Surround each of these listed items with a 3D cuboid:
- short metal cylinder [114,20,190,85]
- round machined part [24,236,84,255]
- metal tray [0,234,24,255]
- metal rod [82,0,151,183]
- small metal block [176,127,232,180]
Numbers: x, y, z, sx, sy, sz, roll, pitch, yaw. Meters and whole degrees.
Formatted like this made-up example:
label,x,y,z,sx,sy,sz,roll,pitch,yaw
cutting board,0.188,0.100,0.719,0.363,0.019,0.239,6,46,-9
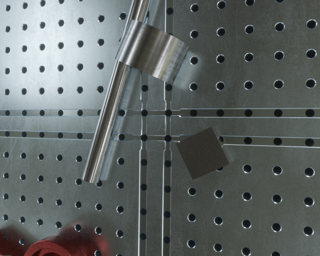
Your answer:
label,x,y,z,sx,sy,sz,roll,pitch,yaw
short metal cylinder,-0.010,-0.093,0.386,0.080,0.080,0.050,27,99,17
round machined part,-0.149,0.207,0.455,0.098,0.042,0.097,0,90,19
metal tray,-0.275,0.248,0.505,0.090,0.030,0.129,30,99,17
metal rod,-0.057,-0.067,0.431,0.025,0.025,0.298,19,96,18
small metal block,0.056,0.031,0.392,0.050,0.025,0.050,-27,81,17
